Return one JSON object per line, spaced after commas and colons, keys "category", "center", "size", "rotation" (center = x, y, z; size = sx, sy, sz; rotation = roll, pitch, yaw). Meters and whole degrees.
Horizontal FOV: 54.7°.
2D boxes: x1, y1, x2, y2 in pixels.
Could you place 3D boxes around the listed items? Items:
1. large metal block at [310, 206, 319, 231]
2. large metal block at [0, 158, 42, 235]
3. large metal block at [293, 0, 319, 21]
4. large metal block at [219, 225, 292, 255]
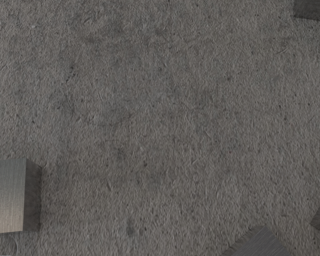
{"category": "large metal block", "center": [0.228, 0.089, 0.348], "size": [0.050, 0.080, 0.080], "rotation": [36, 74, 12]}
{"category": "large metal block", "center": [-0.189, 0.084, 0.363], "size": [0.081, 0.050, 0.080], "rotation": [-5, 70, -2]}
{"category": "large metal block", "center": [0.256, -0.213, 0.474], "size": [0.080, 0.050, 0.080], "rotation": [9, 70, 3]}
{"category": "large metal block", "center": [0.106, 0.165, 0.335], "size": [0.080, 0.050, 0.080], "rotation": [-36, 74, -12]}
